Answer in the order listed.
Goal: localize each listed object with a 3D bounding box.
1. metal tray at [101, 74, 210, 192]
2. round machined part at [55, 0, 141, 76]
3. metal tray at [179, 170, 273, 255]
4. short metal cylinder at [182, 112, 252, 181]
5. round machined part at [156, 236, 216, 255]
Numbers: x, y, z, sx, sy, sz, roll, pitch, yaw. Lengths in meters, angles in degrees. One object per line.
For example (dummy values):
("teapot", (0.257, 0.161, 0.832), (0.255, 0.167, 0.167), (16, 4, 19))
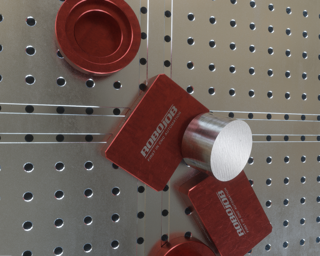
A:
("metal tray", (-0.004, 0.006, 0.410), (0.090, 0.030, 0.130), (37, 78, -17))
("round machined part", (-0.076, -0.111, 0.376), (0.099, 0.042, 0.097), (0, 90, -21))
("metal tray", (0.097, 0.118, 0.448), (0.091, 0.030, 0.130), (-32, 101, -18))
("short metal cylinder", (0.075, 0.023, 0.404), (0.081, 0.050, 0.079), (-13, 112, -37))
("round machined part", (0.038, 0.203, 0.419), (0.099, 0.042, 0.097), (0, 90, -20))
